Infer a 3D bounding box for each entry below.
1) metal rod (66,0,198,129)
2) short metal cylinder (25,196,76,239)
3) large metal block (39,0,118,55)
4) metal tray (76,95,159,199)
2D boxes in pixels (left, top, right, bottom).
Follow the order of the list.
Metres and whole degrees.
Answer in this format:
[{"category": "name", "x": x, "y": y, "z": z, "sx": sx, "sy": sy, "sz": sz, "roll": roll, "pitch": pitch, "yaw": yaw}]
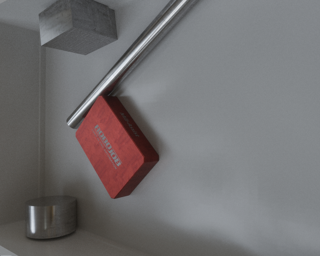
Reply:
[{"category": "metal rod", "x": -0.050, "y": -0.090, "z": 0.445, "sx": 0.299, "sy": 0.025, "sz": 0.025, "roll": -40, "pitch": 66, "yaw": 32}, {"category": "short metal cylinder", "x": -0.182, "y": 0.146, "z": 0.518, "sx": 0.080, "sy": 0.081, "sz": 0.050, "roll": -1, "pitch": 89, "yaw": 39}, {"category": "large metal block", "x": -0.124, "y": -0.153, "z": 0.470, "sx": 0.080, "sy": 0.081, "sz": 0.050, "roll": -11, "pitch": 83, "yaw": 39}, {"category": "metal tray", "x": -0.068, "y": 0.026, "z": 0.457, "sx": 0.090, "sy": 0.030, "sz": 0.130, "roll": -52, "pitch": 60, "yaw": 27}]
